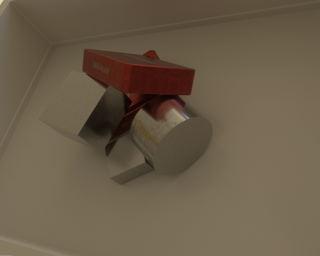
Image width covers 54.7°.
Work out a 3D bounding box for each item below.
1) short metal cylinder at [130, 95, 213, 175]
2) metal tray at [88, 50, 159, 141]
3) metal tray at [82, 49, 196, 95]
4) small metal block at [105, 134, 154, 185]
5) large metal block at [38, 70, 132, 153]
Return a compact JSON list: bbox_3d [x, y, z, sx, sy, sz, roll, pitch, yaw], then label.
[{"bbox_3d":[0.013,0.007,0.357,0.080,0.080,0.050,-43,51,-2],"label":"short metal cylinder"},{"bbox_3d":[-0.046,-0.047,0.451,0.130,0.030,0.090,-30,52,8],"label":"metal tray"},{"bbox_3d":[-0.031,-0.071,0.383,0.130,0.091,0.030,31,117,52],"label":"metal tray"},{"bbox_3d":[-0.040,0.038,0.400,0.050,0.025,0.050,-26,53,12],"label":"small metal block"},{"bbox_3d":[-0.098,-0.024,0.411,0.080,0.050,0.080,18,71,34],"label":"large metal block"}]
